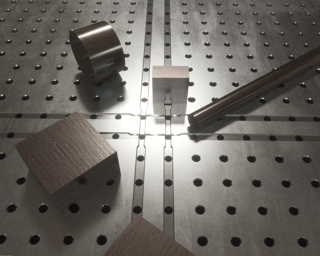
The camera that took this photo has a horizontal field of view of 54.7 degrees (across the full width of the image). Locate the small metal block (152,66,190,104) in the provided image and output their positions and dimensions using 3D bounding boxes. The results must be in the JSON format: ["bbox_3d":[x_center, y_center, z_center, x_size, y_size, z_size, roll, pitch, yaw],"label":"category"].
[{"bbox_3d":[0.015,-0.061,0.443,0.050,0.050,0.025,0,50,0],"label":"small metal block"}]

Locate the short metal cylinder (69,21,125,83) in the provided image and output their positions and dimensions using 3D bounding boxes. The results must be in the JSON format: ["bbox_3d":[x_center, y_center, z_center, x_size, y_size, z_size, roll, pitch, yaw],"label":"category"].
[{"bbox_3d":[-0.095,-0.114,0.466,0.050,0.080,0.080,-28,56,-21],"label":"short metal cylinder"}]

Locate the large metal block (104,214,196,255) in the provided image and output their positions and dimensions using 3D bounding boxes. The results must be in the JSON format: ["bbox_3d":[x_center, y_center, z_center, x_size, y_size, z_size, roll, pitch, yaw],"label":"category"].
[{"bbox_3d":[-0.013,0.139,0.274,0.080,0.050,0.080,30,56,22],"label":"large metal block"}]

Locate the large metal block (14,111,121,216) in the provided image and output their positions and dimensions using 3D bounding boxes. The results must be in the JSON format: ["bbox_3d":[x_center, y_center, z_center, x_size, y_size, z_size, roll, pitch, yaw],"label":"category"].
[{"bbox_3d":[-0.104,0.038,0.358,0.080,0.050,0.080,-34,58,-25],"label":"large metal block"}]

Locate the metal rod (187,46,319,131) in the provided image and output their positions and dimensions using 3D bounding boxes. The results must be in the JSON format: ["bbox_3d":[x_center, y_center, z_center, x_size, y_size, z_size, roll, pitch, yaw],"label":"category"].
[{"bbox_3d":[0.169,-0.072,0.470,0.302,0.025,0.025,-28,56,-22],"label":"metal rod"}]
